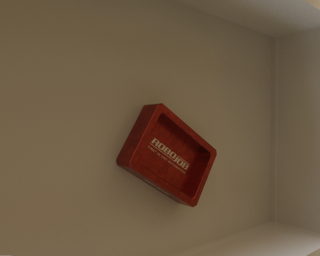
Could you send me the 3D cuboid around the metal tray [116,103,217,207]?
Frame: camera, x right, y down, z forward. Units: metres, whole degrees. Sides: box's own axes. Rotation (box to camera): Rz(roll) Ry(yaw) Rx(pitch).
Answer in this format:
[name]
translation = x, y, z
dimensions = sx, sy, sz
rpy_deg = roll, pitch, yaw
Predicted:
[metal tray]
translation = 0.015, 0.038, 0.414
dimensions = 0.130, 0.030, 0.090
rpy_deg = 39, 66, -33
